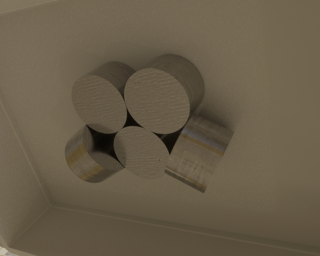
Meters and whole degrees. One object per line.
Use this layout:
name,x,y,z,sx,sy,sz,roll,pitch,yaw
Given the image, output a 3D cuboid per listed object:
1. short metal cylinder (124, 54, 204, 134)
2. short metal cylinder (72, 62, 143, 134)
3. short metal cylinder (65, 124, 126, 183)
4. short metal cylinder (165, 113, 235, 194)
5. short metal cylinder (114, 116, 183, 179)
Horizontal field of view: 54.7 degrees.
short metal cylinder,0.006,-0.040,0.363,0.080,0.050,0.079,13,124,21
short metal cylinder,-0.065,-0.039,0.401,0.080,0.050,0.079,13,124,21
short metal cylinder,-0.084,0.031,0.435,0.050,0.080,0.080,-34,99,38
short metal cylinder,0.047,0.029,0.364,0.050,0.080,0.079,26,128,12
short metal cylinder,-0.013,0.021,0.410,0.080,0.050,0.079,13,124,21
